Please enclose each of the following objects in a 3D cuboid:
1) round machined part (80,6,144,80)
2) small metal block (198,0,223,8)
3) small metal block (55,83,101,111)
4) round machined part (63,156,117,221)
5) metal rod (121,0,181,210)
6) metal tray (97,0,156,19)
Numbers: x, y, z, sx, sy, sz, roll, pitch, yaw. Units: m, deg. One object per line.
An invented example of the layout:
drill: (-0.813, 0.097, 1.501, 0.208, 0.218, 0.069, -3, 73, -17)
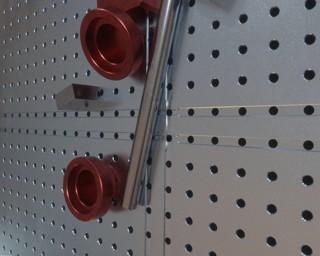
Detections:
round machined part: (-0.061, -0.120, 0.433, 0.098, 0.042, 0.097, 21, 129, 28)
small metal block: (0.056, -0.176, 0.363, 0.050, 0.025, 0.050, 37, 113, 34)
small metal block: (-0.133, -0.049, 0.503, 0.050, 0.050, 0.025, -23, 76, 38)
round machined part: (-0.106, 0.093, 0.486, 0.098, 0.042, 0.097, 0, 90, 40)
metal rod: (-0.014, -0.032, 0.420, 0.025, 0.025, 0.298, 20, 102, 38)
metal tray: (-0.053, -0.223, 0.450, 0.090, 0.030, 0.129, -5, 87, 40)
